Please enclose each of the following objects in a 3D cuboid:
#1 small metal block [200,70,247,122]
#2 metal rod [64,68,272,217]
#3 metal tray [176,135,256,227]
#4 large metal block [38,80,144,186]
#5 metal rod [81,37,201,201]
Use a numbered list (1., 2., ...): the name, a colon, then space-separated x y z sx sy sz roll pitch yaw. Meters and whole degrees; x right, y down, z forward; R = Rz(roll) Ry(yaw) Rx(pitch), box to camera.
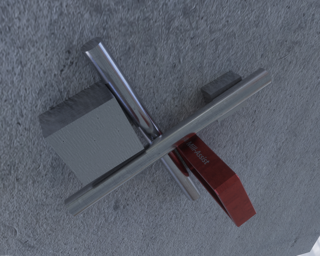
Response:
1. small metal block: 0.090 -0.044 0.432 0.050 0.025 0.050 -31 129 -9
2. metal rod: 0.015 0.014 0.394 0.301 0.025 0.025 -34 129 -6
3. metal tray: 0.066 0.059 0.414 0.030 0.130 0.090 -36 129 -4
4. large metal block: -0.076 0.005 0.353 0.080 0.050 0.080 -32 129 -8
5. metal rod: -0.008 0.011 0.413 0.025 0.025 0.299 -36 130 -4
